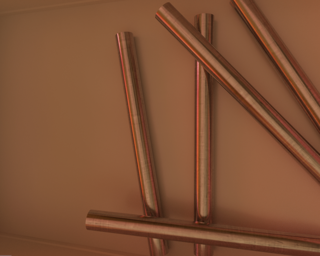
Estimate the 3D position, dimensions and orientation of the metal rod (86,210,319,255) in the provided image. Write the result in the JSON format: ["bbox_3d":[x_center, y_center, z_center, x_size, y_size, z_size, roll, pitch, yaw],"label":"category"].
[{"bbox_3d":[0.060,0.125,0.363,0.301,0.025,0.025,4,91,10],"label":"metal rod"}]

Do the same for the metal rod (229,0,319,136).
[{"bbox_3d":[0.170,-0.032,0.350,0.025,0.025,0.299,-33,80,17],"label":"metal rod"}]

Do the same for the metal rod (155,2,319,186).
[{"bbox_3d":[0.105,-0.032,0.355,0.025,0.025,0.300,-44,83,14],"label":"metal rod"}]

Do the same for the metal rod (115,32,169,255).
[{"bbox_3d":[-0.025,0.019,0.418,0.025,0.025,0.298,-11,87,19],"label":"metal rod"}]

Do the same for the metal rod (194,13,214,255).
[{"bbox_3d":[0.055,0.009,0.390,0.025,0.025,0.298,0,90,19],"label":"metal rod"}]
